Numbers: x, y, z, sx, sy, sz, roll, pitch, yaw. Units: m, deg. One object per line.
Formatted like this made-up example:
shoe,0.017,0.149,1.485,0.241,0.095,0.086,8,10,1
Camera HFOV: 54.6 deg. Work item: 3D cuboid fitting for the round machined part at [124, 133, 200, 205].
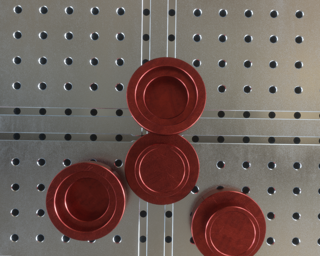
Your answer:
round machined part,0.003,0.052,0.405,0.099,0.042,0.097,0,90,0

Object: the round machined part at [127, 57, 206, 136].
round machined part,0.008,-0.038,0.401,0.099,0.042,0.098,0,83,-1

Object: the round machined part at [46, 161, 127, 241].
round machined part,-0.092,0.091,0.404,0.099,0.042,0.097,0,90,0

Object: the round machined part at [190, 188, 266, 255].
round machined part,0.090,0.131,0.406,0.099,0.042,0.097,0,90,0
